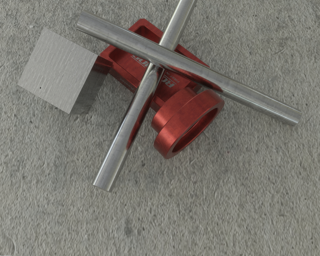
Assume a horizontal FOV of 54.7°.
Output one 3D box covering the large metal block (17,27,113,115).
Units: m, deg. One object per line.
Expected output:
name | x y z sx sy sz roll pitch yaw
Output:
large metal block | -0.122 -0.072 0.404 0.080 0.050 0.080 29 97 9

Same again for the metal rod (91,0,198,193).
metal rod | -0.011 -0.062 0.398 0.025 0.025 0.300 21 71 7

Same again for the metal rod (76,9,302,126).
metal rod | 0.045 -0.070 0.389 0.302 0.025 0.025 22 71 -11

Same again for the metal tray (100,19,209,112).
metal tray | -0.007 -0.085 0.436 0.130 0.030 0.090 40 74 13

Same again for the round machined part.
round machined part | 0.028 -0.011 0.374 0.098 0.098 0.042 -40 75 -14
